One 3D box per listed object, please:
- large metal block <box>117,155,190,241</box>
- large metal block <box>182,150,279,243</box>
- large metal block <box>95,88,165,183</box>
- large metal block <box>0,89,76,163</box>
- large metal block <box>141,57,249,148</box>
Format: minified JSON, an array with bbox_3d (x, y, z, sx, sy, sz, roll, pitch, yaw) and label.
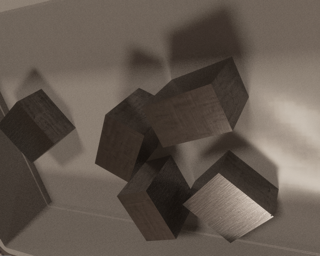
[{"bbox_3d":[-0.001,0.097,0.433,0.050,0.080,0.080,-18,109,35],"label":"large metal block"},{"bbox_3d":[0.090,0.089,0.399,0.080,0.050,0.080,39,129,1],"label":"large metal block"},{"bbox_3d":[-0.033,0.007,0.394,0.050,0.080,0.079,28,128,10],"label":"large metal block"},{"bbox_3d":[-0.196,-0.002,0.492,0.080,0.050,0.080,-33,101,38],"label":"large metal block"},{"bbox_3d":[0.041,-0.028,0.333,0.080,0.080,0.050,-16,110,34],"label":"large metal block"}]
